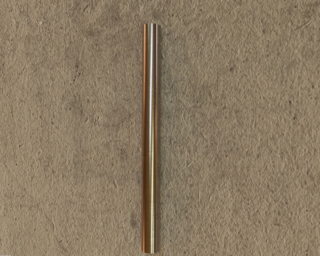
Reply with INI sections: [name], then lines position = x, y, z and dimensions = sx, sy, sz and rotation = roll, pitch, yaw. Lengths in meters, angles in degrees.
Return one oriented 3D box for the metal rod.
[metal rod]
position = -0.012, 0.014, 0.413
dimensions = 0.025, 0.025, 0.298
rotation = 0, 90, 19
